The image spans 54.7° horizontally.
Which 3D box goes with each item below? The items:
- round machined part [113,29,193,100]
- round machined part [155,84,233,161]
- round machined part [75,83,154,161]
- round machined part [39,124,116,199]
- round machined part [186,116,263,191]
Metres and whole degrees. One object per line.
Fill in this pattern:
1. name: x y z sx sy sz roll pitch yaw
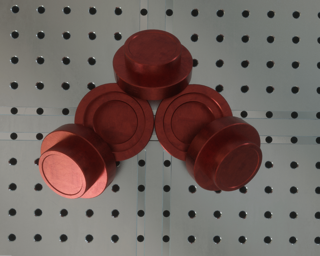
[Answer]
1. round machined part: -0.009 -0.084 0.379 0.099 0.042 0.098 1 52 0
2. round machined part: 0.042 -0.006 0.405 0.099 0.042 0.097 0 90 -1
3. round machined part: -0.057 -0.007 0.403 0.099 0.042 0.097 0 90 -1
4. round machined part: -0.107 0.047 0.380 0.098 0.042 0.097 10 119 20
5. round machined part: 0.085 0.038 0.379 0.099 0.042 0.097 -13 123 -22
